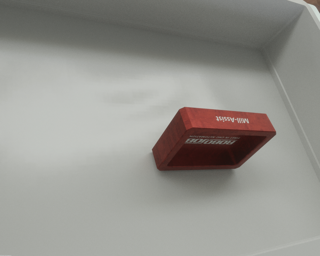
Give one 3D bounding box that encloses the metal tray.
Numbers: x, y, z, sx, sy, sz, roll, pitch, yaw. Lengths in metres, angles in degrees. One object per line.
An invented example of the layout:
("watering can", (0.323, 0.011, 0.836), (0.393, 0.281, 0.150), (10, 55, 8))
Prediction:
("metal tray", (0.067, 0.017, 0.388), (0.131, 0.089, 0.030), (3, 52, -27))
